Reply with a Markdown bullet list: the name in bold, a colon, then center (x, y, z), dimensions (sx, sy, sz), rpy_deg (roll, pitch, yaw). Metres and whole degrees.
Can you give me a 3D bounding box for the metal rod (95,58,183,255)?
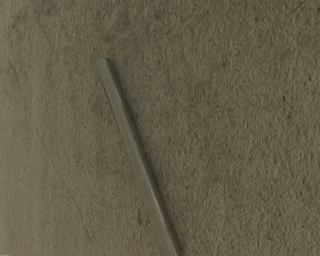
- **metal rod**: center (-0.035, 0.032, 0.433), dimensions (0.025, 0.025, 0.299), rpy_deg (-34, 69, 35)
